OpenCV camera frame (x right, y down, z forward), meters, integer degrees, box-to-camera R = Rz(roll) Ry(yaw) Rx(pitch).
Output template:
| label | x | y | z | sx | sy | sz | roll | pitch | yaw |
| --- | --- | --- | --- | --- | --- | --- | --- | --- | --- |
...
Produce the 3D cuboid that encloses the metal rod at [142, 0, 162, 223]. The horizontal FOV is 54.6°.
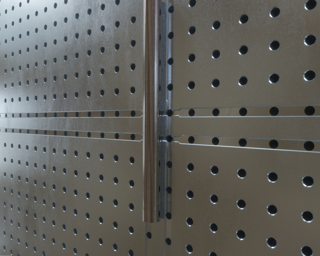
| label | x | y | z | sx | sy | sz | roll | pitch | yaw |
| --- | --- | --- | --- | --- | --- | --- | --- | --- | --- |
| metal rod | -0.011 | -0.024 | 0.420 | 0.025 | 0.025 | 0.298 | 1 | 91 | 40 |
